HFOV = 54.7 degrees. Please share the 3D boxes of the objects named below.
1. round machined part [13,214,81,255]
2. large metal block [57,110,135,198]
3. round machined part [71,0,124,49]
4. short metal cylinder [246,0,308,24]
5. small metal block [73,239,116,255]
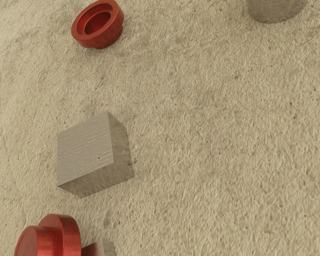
[{"bbox_3d":[-0.132,0.146,0.348,0.098,0.042,0.098,-24,56,43],"label":"round machined part"},{"bbox_3d":[-0.086,0.036,0.410,0.080,0.050,0.080,-24,53,13],"label":"large metal block"},{"bbox_3d":[-0.107,-0.182,0.558,0.098,0.042,0.098,-13,56,20],"label":"round machined part"},{"bbox_3d":[0.157,-0.190,0.422,0.080,0.050,0.080,-13,56,20],"label":"short metal cylinder"},{"bbox_3d":[-0.074,0.159,0.344,0.050,0.025,0.050,-27,52,10],"label":"small metal block"}]
